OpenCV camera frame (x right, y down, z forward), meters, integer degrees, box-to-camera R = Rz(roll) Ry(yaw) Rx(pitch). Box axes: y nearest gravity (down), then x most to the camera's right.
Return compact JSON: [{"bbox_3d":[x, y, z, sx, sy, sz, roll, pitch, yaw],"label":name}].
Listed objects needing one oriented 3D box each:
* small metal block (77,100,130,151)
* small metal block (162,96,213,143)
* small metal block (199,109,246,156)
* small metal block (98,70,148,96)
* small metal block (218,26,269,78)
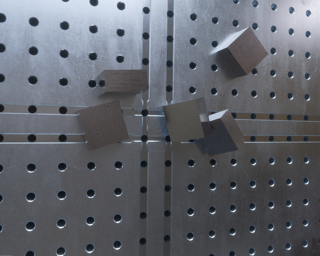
[{"bbox_3d":[-0.071,-0.004,0.386,0.050,0.025,0.050,-17,96,-19],"label":"small metal block"},{"bbox_3d":[0.036,-0.011,0.410,0.025,0.050,0.050,-22,99,-56],"label":"small metal block"},{"bbox_3d":[0.081,0.007,0.426,0.025,0.050,0.050,-42,105,-41],"label":"small metal block"},{"bbox_3d":[-0.047,-0.055,0.382,0.050,0.050,0.025,-4,92,-20],"label":"small metal block"},{"bbox_3d":[0.123,-0.111,0.457,0.050,0.025,0.050,-44,104,-15],"label":"small metal block"}]
